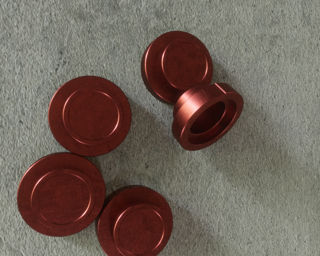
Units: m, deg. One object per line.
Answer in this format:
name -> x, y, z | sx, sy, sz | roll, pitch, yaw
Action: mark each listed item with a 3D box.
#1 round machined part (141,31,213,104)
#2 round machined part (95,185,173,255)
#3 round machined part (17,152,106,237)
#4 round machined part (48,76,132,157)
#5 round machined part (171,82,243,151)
round machined part -> 0.028, -0.080, 0.410 | 0.099, 0.042, 0.097 | 0, 90, -20
round machined part -> -0.029, 0.124, 0.390 | 0.099, 0.042, 0.097 | 0, 90, -20
round machined part -> -0.112, 0.078, 0.359 | 0.099, 0.042, 0.097 | 0, 90, -20
round machined part -> -0.081, -0.014, 0.370 | 0.099, 0.042, 0.097 | 0, 90, -20
round machined part -> 0.056, -0.019, 0.402 | 0.099, 0.097, 0.042 | -26, 55, -18
